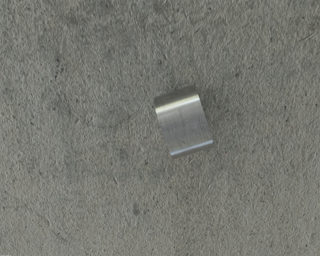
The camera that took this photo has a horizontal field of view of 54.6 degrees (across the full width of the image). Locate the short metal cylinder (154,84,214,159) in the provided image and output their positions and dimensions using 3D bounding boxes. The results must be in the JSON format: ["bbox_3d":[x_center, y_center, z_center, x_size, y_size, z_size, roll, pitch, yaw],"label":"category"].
[{"bbox_3d":[0.029,-0.008,0.378,0.050,0.080,0.080,-18,109,7],"label":"short metal cylinder"}]
